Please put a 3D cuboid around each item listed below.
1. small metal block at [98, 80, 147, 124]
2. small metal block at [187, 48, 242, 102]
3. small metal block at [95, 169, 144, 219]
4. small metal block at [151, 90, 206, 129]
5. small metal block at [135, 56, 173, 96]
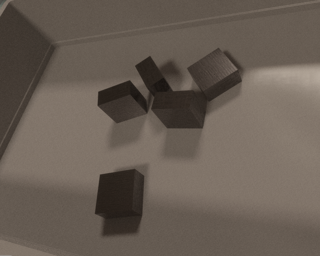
[{"bbox_3d":[-0.052,-0.036,0.437,0.050,0.050,0.025,-17,55,18],"label":"small metal block"},{"bbox_3d":[0.072,-0.071,0.411,0.050,0.025,0.050,-32,52,7],"label":"small metal block"},{"bbox_3d":[-0.048,0.081,0.380,0.050,0.025,0.050,-12,57,21],"label":"small metal block"},{"bbox_3d":[0.024,-0.022,0.389,0.050,0.050,0.025,0,62,28],"label":"small metal block"},{"bbox_3d":[-0.005,-0.063,0.430,0.025,0.050,0.050,-33,52,7],"label":"small metal block"}]
